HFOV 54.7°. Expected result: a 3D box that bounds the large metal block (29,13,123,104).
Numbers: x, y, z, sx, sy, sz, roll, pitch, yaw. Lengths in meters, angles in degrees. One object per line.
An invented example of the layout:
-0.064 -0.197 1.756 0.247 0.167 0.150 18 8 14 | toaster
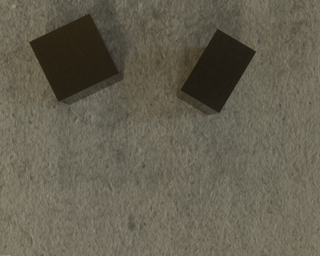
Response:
-0.103 -0.085 0.396 0.080 0.050 0.080 -26 90 -1 | large metal block

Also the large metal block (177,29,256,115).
0.065 -0.064 0.383 0.050 0.080 0.080 31 90 -1 | large metal block
